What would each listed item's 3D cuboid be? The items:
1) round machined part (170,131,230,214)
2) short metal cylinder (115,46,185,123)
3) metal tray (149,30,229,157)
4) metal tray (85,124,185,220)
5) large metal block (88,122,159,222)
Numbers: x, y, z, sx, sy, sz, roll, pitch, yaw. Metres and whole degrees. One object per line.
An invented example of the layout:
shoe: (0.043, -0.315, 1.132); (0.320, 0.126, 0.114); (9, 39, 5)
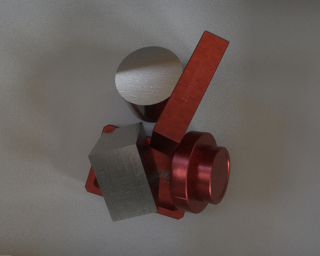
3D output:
round machined part: (0.053, 0.054, 0.371); (0.042, 0.098, 0.097); (6, 90, 30)
short metal cylinder: (-0.009, -0.053, 0.382); (0.080, 0.050, 0.080); (-4, 67, 10)
metal tray: (0.032, -0.036, 0.362); (0.030, 0.090, 0.130); (27, 74, 3)
metal tray: (-0.021, 0.056, 0.406); (0.131, 0.030, 0.090); (17, 90, 0)
large metal block: (-0.037, 0.047, 0.359); (0.050, 0.080, 0.080); (-15, 106, 6)
